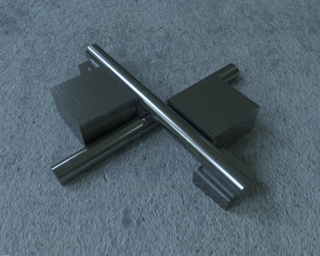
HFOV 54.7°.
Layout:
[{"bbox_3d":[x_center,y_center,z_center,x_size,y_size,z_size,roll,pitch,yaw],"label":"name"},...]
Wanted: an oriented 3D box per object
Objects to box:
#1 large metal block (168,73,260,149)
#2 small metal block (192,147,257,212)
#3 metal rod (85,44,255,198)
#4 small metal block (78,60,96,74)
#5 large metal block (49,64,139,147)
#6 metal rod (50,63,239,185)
[{"bbox_3d":[0.066,-0.015,0.402,0.081,0.050,0.080,-32,57,-24],"label":"large metal block"},{"bbox_3d":[0.074,0.058,0.357,0.050,0.025,0.050,-36,59,-26],"label":"small metal block"},{"bbox_3d":[-0.006,-0.026,0.393,0.025,0.025,0.300,-32,57,-24],"label":"metal rod"},{"bbox_3d":[-0.089,-0.084,0.476,0.050,0.025,0.050,-30,56,-23],"label":"small metal block"},{"bbox_3d":[-0.085,-0.029,0.410,0.081,0.050,0.080,-30,56,-23],"label":"large metal block"},{"bbox_3d":[-0.003,-0.017,0.420,0.302,0.025,0.025,-32,57,-24],"label":"metal rod"}]
